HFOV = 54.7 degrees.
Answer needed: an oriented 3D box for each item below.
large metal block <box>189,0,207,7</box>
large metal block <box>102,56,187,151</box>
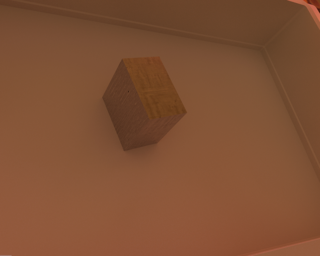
[{"bbox_3d":[0.085,-0.302,0.605,0.050,0.080,0.080,22,53,-16],"label":"large metal block"},{"bbox_3d":[-0.023,-0.029,0.377,0.050,0.080,0.080,-12,68,-33],"label":"large metal block"}]
